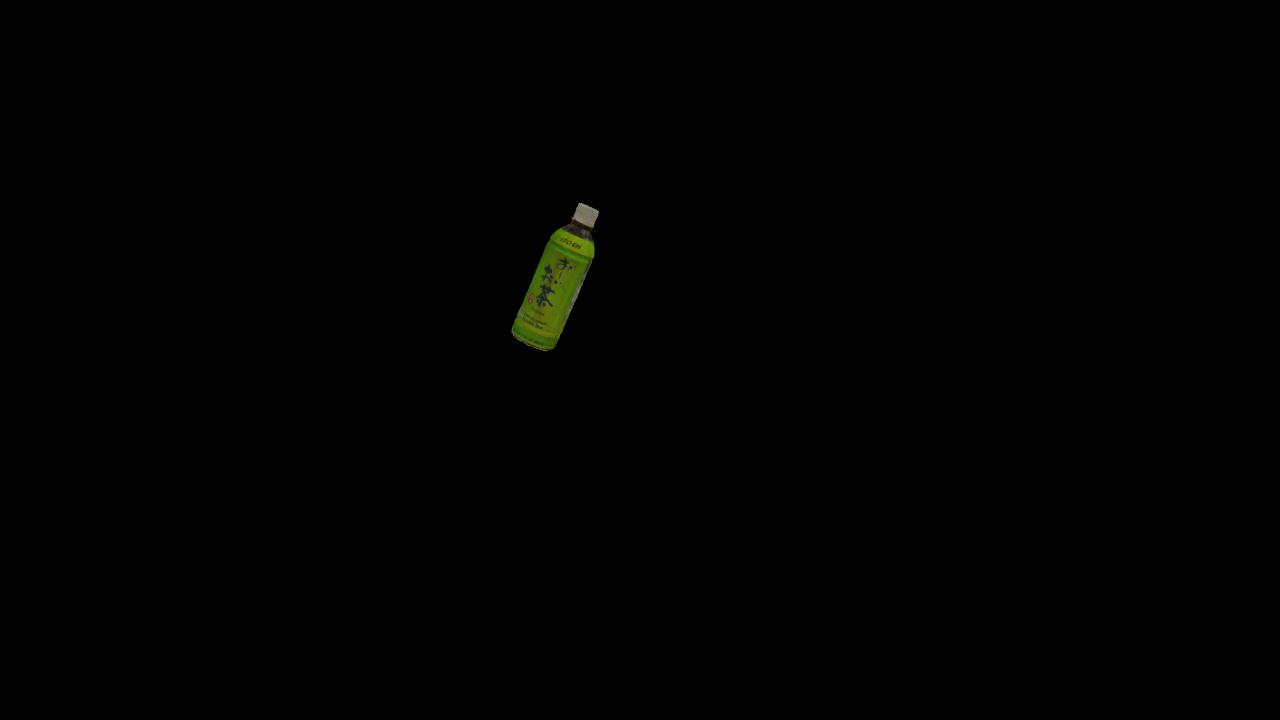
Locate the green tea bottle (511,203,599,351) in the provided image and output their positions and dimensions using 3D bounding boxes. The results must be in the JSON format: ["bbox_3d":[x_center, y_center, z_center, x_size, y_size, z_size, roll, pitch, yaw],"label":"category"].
[{"bbox_3d":[-0.114,-0.120,0.878,0.073,0.212,0.073,25,12,-6],"label":"green tea bottle"}]
